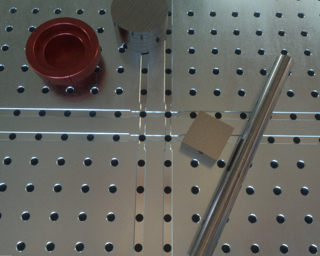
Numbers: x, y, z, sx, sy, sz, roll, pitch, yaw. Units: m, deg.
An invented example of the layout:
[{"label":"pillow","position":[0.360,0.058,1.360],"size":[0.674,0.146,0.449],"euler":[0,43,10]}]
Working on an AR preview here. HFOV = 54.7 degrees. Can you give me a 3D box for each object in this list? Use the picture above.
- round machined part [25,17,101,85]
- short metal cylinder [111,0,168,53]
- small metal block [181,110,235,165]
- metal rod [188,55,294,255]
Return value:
[{"label":"round machined part","position":[-0.133,-0.104,0.439],"size":[0.099,0.042,0.098],"euler":[0,70,-1]},{"label":"short metal cylinder","position":[-0.029,-0.158,0.456],"size":[0.081,0.050,0.080],"euler":[0,70,0]},{"label":"small metal block","position":[0.062,0.013,0.408],"size":[0.050,0.025,0.050],"euler":[29,72,9]},{"label":"metal rod","position":[0.113,0.027,0.403],"size":[0.025,0.025,0.300],"euler":[26,72,9]}]
